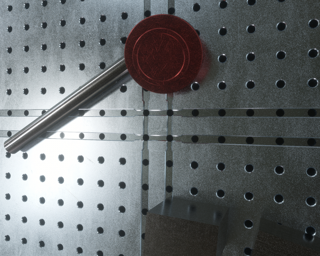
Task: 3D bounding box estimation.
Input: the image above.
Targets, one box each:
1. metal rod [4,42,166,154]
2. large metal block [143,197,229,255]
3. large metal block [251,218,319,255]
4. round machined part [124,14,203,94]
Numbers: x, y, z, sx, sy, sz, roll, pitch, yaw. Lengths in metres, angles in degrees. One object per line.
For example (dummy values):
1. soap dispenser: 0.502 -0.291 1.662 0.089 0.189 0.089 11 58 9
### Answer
1. metal rod: -0.117 -0.044 0.453 0.300 0.025 0.025 -32 80 17
2. large metal block: 0.035 0.122 0.371 0.080 0.080 0.050 5 92 20
3. large metal block: 0.142 0.159 0.349 0.080 0.050 0.080 16 95 19
4. round machined part: 0.004 -0.090 0.384 0.099 0.042 0.097 2 110 7
